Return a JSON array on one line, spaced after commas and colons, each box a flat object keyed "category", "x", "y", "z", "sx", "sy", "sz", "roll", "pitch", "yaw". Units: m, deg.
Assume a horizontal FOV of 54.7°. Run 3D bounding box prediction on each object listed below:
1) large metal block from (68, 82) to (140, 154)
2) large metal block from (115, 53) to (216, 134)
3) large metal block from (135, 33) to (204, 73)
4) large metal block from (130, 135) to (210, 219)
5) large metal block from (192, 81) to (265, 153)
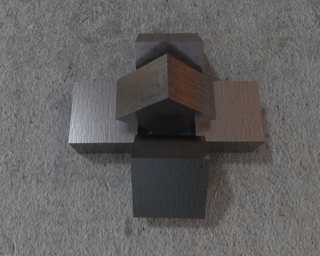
[{"category": "large metal block", "x": -0.067, "y": -0.012, "z": 0.399, "sx": 0.081, "sy": 0.050, "sz": 0.080, "roll": 0, "pitch": 70, "yaw": -1}, {"category": "large metal block", "x": 0.007, "y": -0.033, "z": 0.357, "sx": 0.080, "sy": 0.080, "sz": 0.050, "roll": -19, "pitch": 64, "yaw": 40}, {"category": "large metal block", "x": 0.011, "y": -0.094, "z": 0.408, "sx": 0.081, "sy": 0.080, "sz": 0.050, "roll": 0, "pitch": 114, "yaw": 0}, {"category": "large metal block", "x": 0.011, "y": 0.055, "z": 0.354, "sx": 0.081, "sy": 0.079, "sz": 0.050, "roll": 1, "pitch": 27, "yaw": 1}, {"category": "large metal block", "x": 0.082, "y": -0.013, "z": 0.399, "sx": 0.081, "sy": 0.050, "sz": 0.080, "roll": 0, "pitch": 70, "yaw": -1}]
